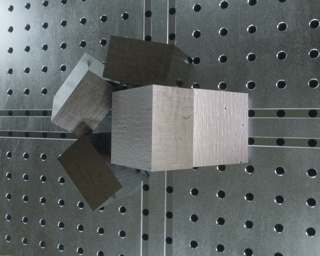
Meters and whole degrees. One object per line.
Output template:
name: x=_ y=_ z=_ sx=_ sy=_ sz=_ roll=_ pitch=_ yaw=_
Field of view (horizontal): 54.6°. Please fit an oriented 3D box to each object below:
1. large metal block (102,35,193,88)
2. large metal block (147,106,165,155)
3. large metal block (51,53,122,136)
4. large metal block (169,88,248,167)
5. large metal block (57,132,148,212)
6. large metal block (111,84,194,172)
large metal block: x=-0.012 y=-0.075 z=0.388 sx=0.080 sy=0.080 sz=0.050 roll=14 pitch=95 yaw=20
large metal block: x=-0.009 y=-0.002 z=0.403 sx=0.080 sy=0.050 sz=0.080 roll=1 pitch=90 yaw=20
large metal block: x=-0.098 y=-0.044 z=0.412 sx=0.050 sy=0.080 sz=0.080 roll=32 pitch=105 yaw=-28
large metal block: x=0.054 y=0.000 z=0.356 sx=0.050 sy=0.081 sz=0.080 roll=-1 pitch=89 yaw=57
large metal block: x=-0.072 y=0.053 z=0.408 sx=0.050 sy=0.080 sz=0.080 roll=-41 pitch=78 yaw=15
large metal block: x=-0.010 y=0.000 z=0.329 sx=0.080 sy=0.050 sz=0.080 roll=0 pitch=89 yaw=54
